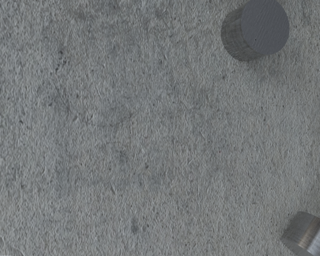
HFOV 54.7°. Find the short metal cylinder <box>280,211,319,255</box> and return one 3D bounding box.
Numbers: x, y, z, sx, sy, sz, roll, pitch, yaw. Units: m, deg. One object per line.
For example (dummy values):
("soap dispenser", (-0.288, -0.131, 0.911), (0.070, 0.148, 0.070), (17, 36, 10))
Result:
("short metal cylinder", (0.231, 0.171, 0.465), (0.080, 0.080, 0.050), (44, 77, -15))

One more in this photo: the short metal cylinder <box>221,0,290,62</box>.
("short metal cylinder", (0.136, -0.140, 0.445), (0.081, 0.050, 0.080), (0, 90, -20))
